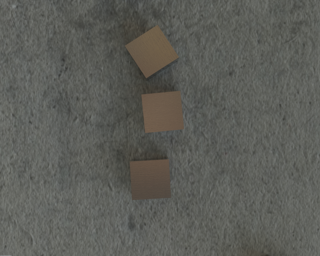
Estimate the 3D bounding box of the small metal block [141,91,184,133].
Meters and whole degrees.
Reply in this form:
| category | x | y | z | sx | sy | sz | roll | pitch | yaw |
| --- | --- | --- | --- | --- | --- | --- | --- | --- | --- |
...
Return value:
| category | x | y | z | sx | sy | sz | roll | pitch | yaw |
| --- | --- | --- | --- | --- | --- | --- | --- | --- | --- |
| small metal block | 0.004 | -0.021 | 0.410 | 0.050 | 0.025 | 0.050 | -6 | 90 | -1 |

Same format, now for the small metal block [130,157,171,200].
| category | x | y | z | sx | sy | sz | roll | pitch | yaw |
| --- | --- | --- | --- | --- | --- | --- | --- | --- | --- |
| small metal block | -0.012 | 0.066 | 0.410 | 0.050 | 0.025 | 0.050 | -3 | 90 | -1 |

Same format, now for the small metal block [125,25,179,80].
| category | x | y | z | sx | sy | sz | roll | pitch | yaw |
| --- | --- | --- | --- | --- | --- | --- | --- | --- | --- |
| small metal block | -0.010 | -0.098 | 0.410 | 0.050 | 0.025 | 0.050 | -33 | 90 | 0 |
